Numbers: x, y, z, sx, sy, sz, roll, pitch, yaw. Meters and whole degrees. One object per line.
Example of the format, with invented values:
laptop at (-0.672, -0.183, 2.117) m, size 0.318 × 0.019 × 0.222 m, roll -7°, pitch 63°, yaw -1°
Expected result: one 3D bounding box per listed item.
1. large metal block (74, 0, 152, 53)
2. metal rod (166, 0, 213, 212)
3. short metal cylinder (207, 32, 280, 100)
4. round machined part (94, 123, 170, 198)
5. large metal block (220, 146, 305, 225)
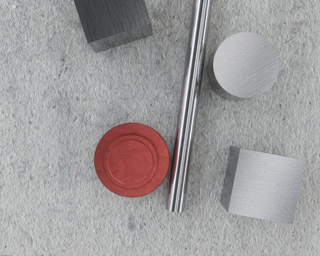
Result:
large metal block at (-0.061, -0.152, 0.397) m, size 0.080 × 0.050 × 0.080 m, roll -18°, pitch 90°, yaw -1°
metal rod at (0.040, -0.040, 0.410) m, size 0.025 × 0.025 × 0.298 m, roll 8°, pitch 90°, yaw -1°
short metal cylinder at (0.104, -0.076, 0.399) m, size 0.081 × 0.050 × 0.079 m, roll 0°, pitch 90°, yaw -1°
round machined part at (-0.036, 0.042, 0.401) m, size 0.099 × 0.042 × 0.097 m, roll 0°, pitch 90°, yaw -1°
large metal block at (0.129, 0.071, 0.399) m, size 0.080 × 0.050 × 0.080 m, roll 11°, pitch 90°, yaw -1°
